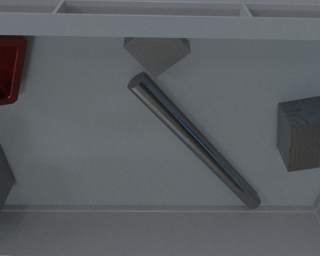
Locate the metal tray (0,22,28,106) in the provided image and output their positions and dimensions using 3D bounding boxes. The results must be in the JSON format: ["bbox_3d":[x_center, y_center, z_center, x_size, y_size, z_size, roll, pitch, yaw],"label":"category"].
[{"bbox_3d":[-0.205,-0.056,0.301,0.131,0.030,0.089,-18,147,-45],"label":"metal tray"}]

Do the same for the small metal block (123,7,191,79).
[{"bbox_3d":[-0.003,-0.090,0.333,0.050,0.025,0.050,-33,123,24],"label":"small metal block"}]

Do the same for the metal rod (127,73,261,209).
[{"bbox_3d":[0.064,0.035,0.439,0.025,0.025,0.300,-31,124,23],"label":"metal rod"}]

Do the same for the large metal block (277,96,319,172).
[{"bbox_3d":[0.201,0.007,0.402,0.080,0.050,0.080,-10,130,8],"label":"large metal block"}]

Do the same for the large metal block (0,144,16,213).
[{"bbox_3d":[-0.254,0.077,0.435,0.050,0.080,0.079,1,130,-1],"label":"large metal block"}]
